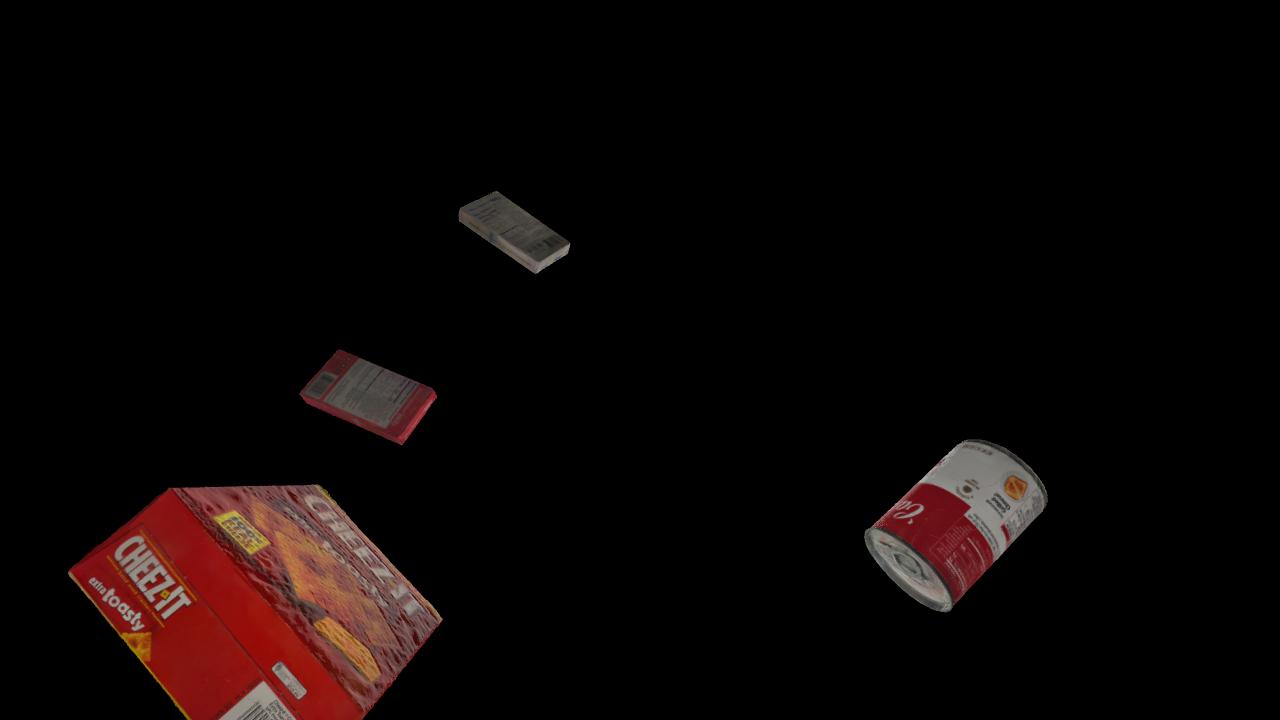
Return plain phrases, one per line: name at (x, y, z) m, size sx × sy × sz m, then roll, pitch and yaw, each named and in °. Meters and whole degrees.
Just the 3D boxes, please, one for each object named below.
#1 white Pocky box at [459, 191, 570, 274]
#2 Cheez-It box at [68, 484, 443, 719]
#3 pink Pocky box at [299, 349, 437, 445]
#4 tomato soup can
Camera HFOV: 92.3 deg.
white Pocky box at (-0.190, -0.196, 0.934) m, size 0.154 × 0.028 × 0.084 m, roll 36°, pitch 46°, yaw 11°
Cheez-It box at (-0.233, 0.167, 0.424) m, size 0.071 × 0.166 × 0.223 m, roll -42°, pitch -3°, yaw -13°
pink Pocky box at (-0.366, 0.049, 0.835) m, size 0.155 × 0.084 × 0.029 m, roll 21°, pitch -34°, yaw 8°
tomato soup can at (0.212, 0.108, 0.415) m, size 0.101 × 0.068 × 0.068 m, roll -37°, pitch 10°, yaw -14°
